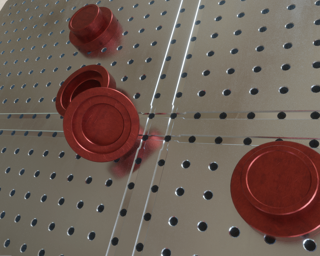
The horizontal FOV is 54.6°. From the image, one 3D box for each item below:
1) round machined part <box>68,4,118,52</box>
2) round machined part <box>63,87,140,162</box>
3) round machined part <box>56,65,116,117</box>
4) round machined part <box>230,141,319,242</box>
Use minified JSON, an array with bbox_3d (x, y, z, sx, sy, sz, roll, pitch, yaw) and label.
[{"bbox_3d":[-0.133,-0.195,0.589,0.098,0.042,0.098,-13,56,21],"label":"round machined part"},{"bbox_3d":[-0.076,-0.005,0.420,0.099,0.042,0.097,0,93,-2],"label":"round machined part"},{"bbox_3d":[-0.110,-0.048,0.486,0.098,0.042,0.098,-13,56,21],"label":"round machined part"},{"bbox_3d":[0.117,0.056,0.302,0.098,0.042,0.098,-13,56,21],"label":"round machined part"}]
